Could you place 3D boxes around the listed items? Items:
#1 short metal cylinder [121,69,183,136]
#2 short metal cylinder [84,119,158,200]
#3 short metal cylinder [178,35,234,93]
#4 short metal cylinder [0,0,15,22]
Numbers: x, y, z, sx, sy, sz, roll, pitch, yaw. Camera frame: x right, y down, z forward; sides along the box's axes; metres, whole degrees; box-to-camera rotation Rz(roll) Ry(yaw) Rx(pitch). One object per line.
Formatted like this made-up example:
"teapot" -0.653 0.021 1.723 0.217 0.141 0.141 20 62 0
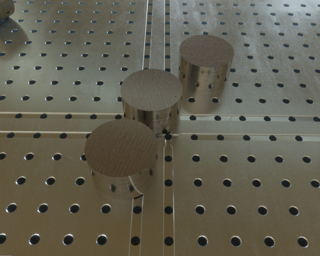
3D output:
"short metal cylinder" -0.011 -0.035 0.421 0.081 0.050 0.080 0 50 0
"short metal cylinder" -0.043 0.036 0.361 0.081 0.050 0.080 0 50 0
"short metal cylinder" 0.069 -0.099 0.476 0.081 0.050 0.080 0 50 0
"short metal cylinder" -0.315 -0.230 0.561 0.080 0.080 0.050 22 54 17
